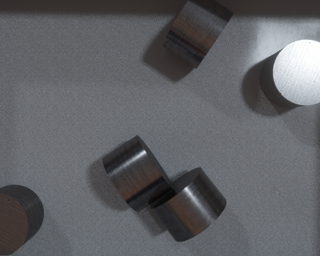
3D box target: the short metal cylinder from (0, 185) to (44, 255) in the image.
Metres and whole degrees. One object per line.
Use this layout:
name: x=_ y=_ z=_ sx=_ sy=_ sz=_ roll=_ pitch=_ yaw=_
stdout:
short metal cylinder: x=-0.199 y=0.117 z=0.397 sx=0.081 sy=0.050 sz=0.080 roll=0 pitch=90 yaw=0

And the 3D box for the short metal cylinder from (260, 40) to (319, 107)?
short metal cylinder: x=0.177 y=-0.067 z=0.400 sx=0.081 sy=0.050 sz=0.080 roll=0 pitch=90 yaw=0

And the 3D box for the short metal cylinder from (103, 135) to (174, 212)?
short metal cylinder: x=-0.027 y=0.055 z=0.384 sx=0.050 sy=0.080 sz=0.080 roll=-34 pitch=90 yaw=0

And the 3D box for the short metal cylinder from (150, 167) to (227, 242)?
short metal cylinder: x=0.035 y=0.093 z=0.384 sx=0.080 sy=0.080 sz=0.050 roll=-37 pitch=90 yaw=0

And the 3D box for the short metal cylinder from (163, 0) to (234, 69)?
short metal cylinder: x=0.047 y=-0.121 z=0.384 sx=0.050 sy=0.080 sz=0.080 roll=34 pitch=90 yaw=0
